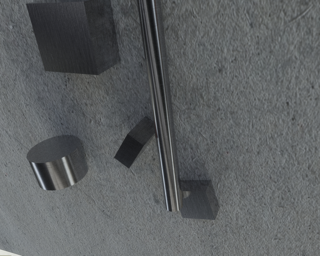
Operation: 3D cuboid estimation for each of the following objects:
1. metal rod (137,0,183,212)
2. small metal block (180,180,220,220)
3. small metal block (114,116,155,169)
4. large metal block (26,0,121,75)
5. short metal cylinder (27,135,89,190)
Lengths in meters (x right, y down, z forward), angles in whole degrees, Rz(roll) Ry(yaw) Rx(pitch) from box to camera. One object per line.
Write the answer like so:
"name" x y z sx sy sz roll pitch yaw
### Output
"metal rod" 0.002 -0.029 0.370 0.025 0.025 0.298 4 115 26
"small metal block" 0.052 0.102 0.442 0.050 0.025 0.050 -6 116 30
"small metal block" -0.030 0.019 0.417 0.025 0.050 0.050 36 129 4
"large metal block" -0.101 -0.113 0.372 0.080 0.050 0.079 8 122 23
"short metal cylinder" -0.159 0.052 0.485 0.080 0.080 0.050 4 120 26
